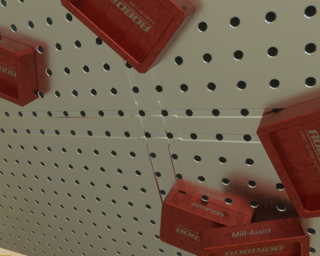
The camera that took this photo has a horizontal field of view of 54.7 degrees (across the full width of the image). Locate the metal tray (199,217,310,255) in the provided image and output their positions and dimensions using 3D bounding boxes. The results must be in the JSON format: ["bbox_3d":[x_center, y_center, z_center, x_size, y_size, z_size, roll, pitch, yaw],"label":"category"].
[{"bbox_3d":[0.124,0.167,0.409,0.131,0.030,0.089,-11,122,8],"label":"metal tray"}]

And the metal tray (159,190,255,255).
[{"bbox_3d":[0.066,0.154,0.468,0.130,0.030,0.089,16,125,18],"label":"metal tray"}]

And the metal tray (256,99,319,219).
[{"bbox_3d":[0.175,0.035,0.337,0.090,0.030,0.130,-20,108,35],"label":"metal tray"}]

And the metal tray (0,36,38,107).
[{"bbox_3d":[-0.254,-0.096,0.478,0.130,0.030,0.089,21,126,15],"label":"metal tray"}]

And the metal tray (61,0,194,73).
[{"bbox_3d":[-0.039,-0.136,0.343,0.130,0.030,0.090,41,129,-1],"label":"metal tray"}]
